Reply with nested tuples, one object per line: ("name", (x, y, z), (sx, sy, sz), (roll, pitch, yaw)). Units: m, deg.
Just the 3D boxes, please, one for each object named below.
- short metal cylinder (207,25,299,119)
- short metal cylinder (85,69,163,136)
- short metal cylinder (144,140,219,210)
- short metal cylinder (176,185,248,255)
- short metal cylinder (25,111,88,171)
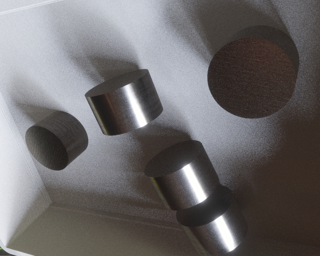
("short metal cylinder", (0.093, -0.056, 0.308), (0.080, 0.050, 0.079), (13, 124, 20))
("short metal cylinder", (-0.043, -0.032, 0.374), (0.080, 0.080, 0.050), (-8, 114, 31))
("short metal cylinder", (0.027, 0.058, 0.394), (0.080, 0.080, 0.050), (-16, 110, 34))
("short metal cylinder", (0.069, 0.121, 0.411), (0.080, 0.080, 0.050), (-16, 110, 34))
("short metal cylinder", (-0.161, 0.020, 0.487), (0.080, 0.050, 0.079), (13, 124, 20))
